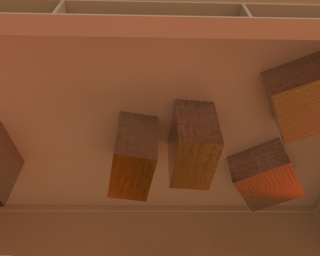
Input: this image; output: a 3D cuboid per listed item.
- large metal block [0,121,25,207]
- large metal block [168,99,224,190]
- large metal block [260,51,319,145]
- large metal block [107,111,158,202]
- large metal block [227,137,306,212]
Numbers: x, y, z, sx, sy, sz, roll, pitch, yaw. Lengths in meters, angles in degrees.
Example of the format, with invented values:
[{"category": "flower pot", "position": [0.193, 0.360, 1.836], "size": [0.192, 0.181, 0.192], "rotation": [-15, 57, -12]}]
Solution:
[{"category": "large metal block", "position": [-0.233, 0.049, 0.411], "size": [0.050, 0.080, 0.080], "rotation": [-5, 130, 4]}, {"category": "large metal block", "position": [0.041, 0.021, 0.391], "size": [0.050, 0.080, 0.079], "rotation": [5, 130, -4]}, {"category": "large metal block", "position": [0.174, -0.036, 0.365], "size": [0.080, 0.050, 0.080], "rotation": [-19, 128, 15]}, {"category": "large metal block", "position": [-0.035, 0.037, 0.404], "size": [0.050, 0.080, 0.079], "rotation": [8, 130, -8]}, {"category": "large metal block", "position": [0.155, 0.070, 0.455], "size": [0.080, 0.050, 0.080], "rotation": [-24, 126, 19]}]
